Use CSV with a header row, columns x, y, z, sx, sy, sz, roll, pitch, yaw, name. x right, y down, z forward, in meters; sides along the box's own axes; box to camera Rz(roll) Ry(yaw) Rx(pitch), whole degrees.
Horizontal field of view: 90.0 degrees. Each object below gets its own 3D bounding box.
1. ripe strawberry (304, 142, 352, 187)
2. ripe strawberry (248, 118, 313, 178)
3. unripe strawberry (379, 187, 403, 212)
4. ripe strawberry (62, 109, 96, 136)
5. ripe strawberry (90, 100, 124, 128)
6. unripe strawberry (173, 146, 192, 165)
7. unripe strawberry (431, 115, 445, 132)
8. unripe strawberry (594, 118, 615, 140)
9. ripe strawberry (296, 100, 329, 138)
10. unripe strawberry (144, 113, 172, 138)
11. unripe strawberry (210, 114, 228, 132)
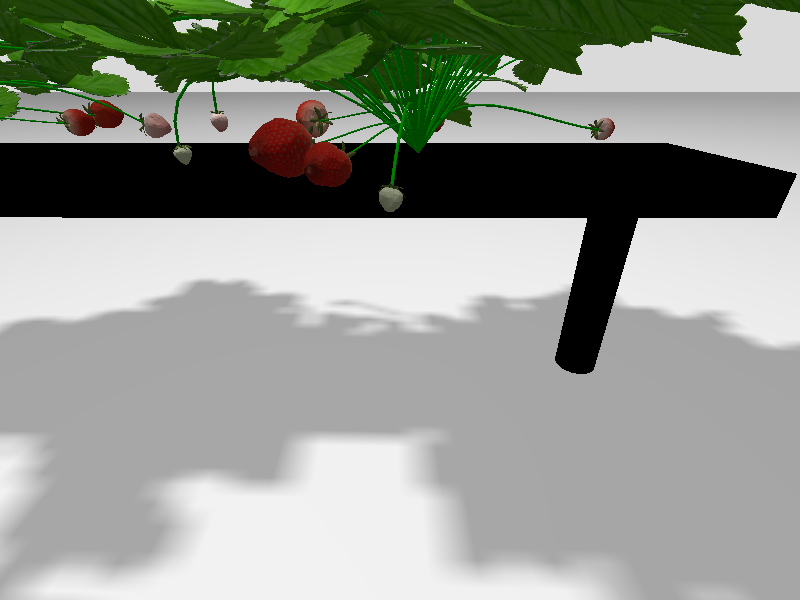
x,y,z,sx,sy,sz,roll,pitch,yaw,name
-0.041,-0.073,0.217,0.027,0.023,0.027,12,32,21,ripe strawberry
-0.071,-0.088,0.234,0.037,0.033,0.034,22,36,34,ripe strawberry
-0.004,-0.045,0.182,0.011,0.011,0.010,3,-14,6,unripe strawberry
-0.348,-0.194,0.436,0.026,0.027,0.028,18,33,30,ripe strawberry
-0.354,-0.224,0.483,0.036,0.031,0.036,12,31,21,ripe strawberry
-0.149,-0.099,0.275,0.011,0.012,0.011,-10,30,-18,unripe strawberry
0.042,-0.210,0.474,0.021,0.021,0.018,4,33,8,unripe strawberry
0.200,-0.167,0.391,0.020,0.021,0.018,-10,30,-19,unripe strawberry
-0.095,-0.192,0.426,0.035,0.037,0.037,-25,37,-37,ripe strawberry
-0.242,-0.174,0.400,0.024,0.023,0.026,-1,27,-26,unripe strawberry
-0.212,-0.208,0.470,0.019,0.020,0.018,19,34,31,unripe strawberry
